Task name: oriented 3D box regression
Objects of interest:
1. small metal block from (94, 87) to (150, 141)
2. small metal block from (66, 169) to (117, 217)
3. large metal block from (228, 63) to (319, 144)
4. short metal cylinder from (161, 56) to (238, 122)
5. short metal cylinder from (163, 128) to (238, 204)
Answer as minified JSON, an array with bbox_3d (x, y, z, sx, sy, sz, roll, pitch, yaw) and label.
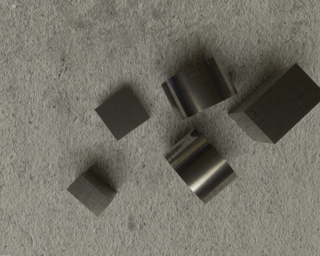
[{"bbox_3d":[-0.049,-0.018,0.409,0.050,0.025,0.050,-36,90,0],"label":"small metal block"},{"bbox_3d":[-0.085,0.081,0.396,0.050,0.050,0.025,42,90,-1],"label":"small metal block"},{"bbox_3d":[0.140,-0.028,0.384,0.080,0.080,0.050,-43,91,0],"label":"large metal block"},{"bbox_3d":[0.048,-0.048,0.383,0.080,0.080,0.050,-26,90,0],"label":"short metal cylinder"},{"bbox_3d":[0.049,0.047,0.383,0.050,0.080,0.080,-41,91,0],"label":"short metal cylinder"}]
